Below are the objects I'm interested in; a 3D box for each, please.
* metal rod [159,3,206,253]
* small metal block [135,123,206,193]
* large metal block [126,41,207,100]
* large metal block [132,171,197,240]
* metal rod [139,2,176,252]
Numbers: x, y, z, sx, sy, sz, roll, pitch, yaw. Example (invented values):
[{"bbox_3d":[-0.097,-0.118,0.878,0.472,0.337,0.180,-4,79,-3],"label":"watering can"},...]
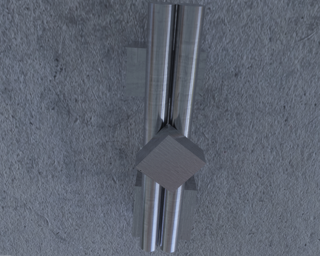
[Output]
[{"bbox_3d":[0.020,0.023,0.342,0.025,0.025,0.298,3,117,-1],"label":"metal rod"},{"bbox_3d":[0.010,0.032,0.319,0.050,0.025,0.050,38,111,-19],"label":"small metal block"},{"bbox_3d":[0.006,-0.069,0.357,0.081,0.080,0.050,3,110,-1],"label":"large metal block"},{"bbox_3d":[0.005,0.106,0.436,0.081,0.050,0.079,5,110,-2],"label":"large metal block"},{"bbox_3d":[-0.006,0.022,0.341,0.025,0.025,0.298,3,117,-1],"label":"metal rod"}]
